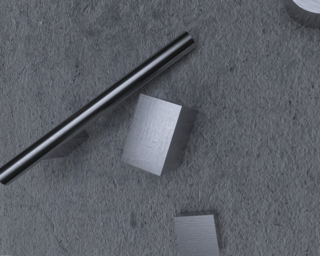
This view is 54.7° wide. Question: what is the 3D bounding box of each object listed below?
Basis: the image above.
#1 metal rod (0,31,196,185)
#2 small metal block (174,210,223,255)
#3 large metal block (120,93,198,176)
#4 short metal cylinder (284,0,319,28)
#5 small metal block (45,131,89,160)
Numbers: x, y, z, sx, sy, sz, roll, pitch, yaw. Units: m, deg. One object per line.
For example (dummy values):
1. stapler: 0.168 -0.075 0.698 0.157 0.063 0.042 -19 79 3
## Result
1. metal rod: -0.082 -0.025 0.398 0.301 0.025 0.025 -36 78 1
2. small metal block: 0.049 0.133 0.391 0.050 0.025 0.050 -9 87 19
3. large metal block: 0.003 0.007 0.378 0.050 0.080 0.080 19 96 19
4. short metal cylinder: 0.177 -0.155 0.333 0.080 0.050 0.079 0 90 19
5. small metal block: -0.139 0.019 0.443 0.050 0.050 0.025 -38 78 16
